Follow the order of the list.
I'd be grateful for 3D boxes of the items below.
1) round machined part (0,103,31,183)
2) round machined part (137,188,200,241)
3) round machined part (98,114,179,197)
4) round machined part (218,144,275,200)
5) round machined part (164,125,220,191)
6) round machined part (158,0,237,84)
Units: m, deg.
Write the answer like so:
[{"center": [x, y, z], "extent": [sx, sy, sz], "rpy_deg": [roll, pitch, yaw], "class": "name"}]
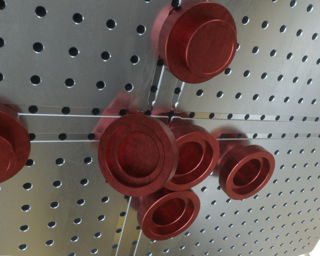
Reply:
[{"center": [-0.184, 0.023, 0.314], "extent": [0.099, 0.042, 0.097], "rpy_deg": [-14, 124, -21], "class": "round machined part"}, {"center": [0.010, 0.123, 0.481], "extent": [0.099, 0.042, 0.097], "rpy_deg": [-14, 124, -21], "class": "round machined part"}, {"center": [-0.023, 0.032, 0.383], "extent": [0.098, 0.098, 0.042], "rpy_deg": [-56, 163, 12], "class": "round machined part"}, {"center": [0.139, 0.069, 0.517], "extent": [0.099, 0.042, 0.097], "rpy_deg": [-14, 124, -21], "class": "round machined part"}, {"center": [0.032, 0.038, 0.440], "extent": [0.099, 0.042, 0.097], "rpy_deg": [-14, 124, -21], "class": "round machined part"}, {"center": [0.051, -0.098, 0.367], "extent": [0.099, 0.042, 0.097], "rpy_deg": [-14, 124, -21], "class": "round machined part"}]
